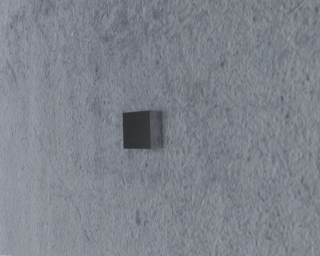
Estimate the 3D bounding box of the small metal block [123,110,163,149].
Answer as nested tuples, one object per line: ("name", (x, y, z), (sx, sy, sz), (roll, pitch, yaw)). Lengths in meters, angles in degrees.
("small metal block", (-0.024, 0.003, 0.423), (0.050, 0.025, 0.050), (-3, 88, 39))
